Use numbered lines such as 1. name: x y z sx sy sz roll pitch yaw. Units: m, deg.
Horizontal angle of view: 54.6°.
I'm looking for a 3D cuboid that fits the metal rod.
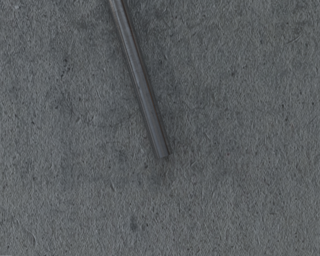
1. metal rod: -0.039 -0.106 0.409 0.025 0.025 0.299 -17 90 0
